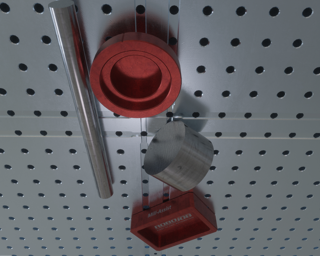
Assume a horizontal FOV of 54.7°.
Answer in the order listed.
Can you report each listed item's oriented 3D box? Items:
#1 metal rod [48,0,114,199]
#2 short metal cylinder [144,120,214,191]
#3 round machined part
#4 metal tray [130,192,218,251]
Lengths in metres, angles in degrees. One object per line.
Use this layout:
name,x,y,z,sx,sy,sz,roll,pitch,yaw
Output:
metal rod,-0.092,-0.009,0.402,0.025,0.025,0.298,-2,130,1
short metal cylinder,0.023,0.036,0.406,0.050,0.080,0.080,33,123,-25
round machined part,-0.026,-0.062,0.348,0.099,0.042,0.097,0,130,0
metal tray,0.024,0.171,0.553,0.130,0.030,0.090,-27,125,21
